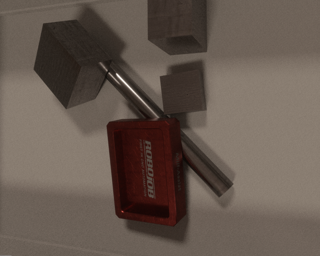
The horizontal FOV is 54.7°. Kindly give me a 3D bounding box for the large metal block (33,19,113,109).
[{"bbox_3d":[-0.121,-0.086,0.421,0.080,0.050,0.080,48,134,13],"label":"large metal block"}]

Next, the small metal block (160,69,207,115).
[{"bbox_3d":[0.030,-0.045,0.399,0.050,0.025,0.050,-7,88,19],"label":"small metal block"}]

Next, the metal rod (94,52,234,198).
[{"bbox_3d":[-0.019,-0.028,0.416,0.300,0.025,0.025,46,104,13],"label":"metal rod"}]

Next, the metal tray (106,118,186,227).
[{"bbox_3d":[-0.017,0.053,0.396,0.090,0.030,0.129,-1,98,28],"label":"metal tray"}]

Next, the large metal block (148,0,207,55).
[{"bbox_3d":[0.023,-0.138,0.372,0.050,0.080,0.079,0,90,20],"label":"large metal block"}]
